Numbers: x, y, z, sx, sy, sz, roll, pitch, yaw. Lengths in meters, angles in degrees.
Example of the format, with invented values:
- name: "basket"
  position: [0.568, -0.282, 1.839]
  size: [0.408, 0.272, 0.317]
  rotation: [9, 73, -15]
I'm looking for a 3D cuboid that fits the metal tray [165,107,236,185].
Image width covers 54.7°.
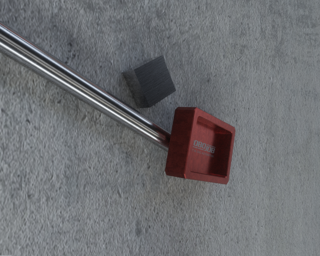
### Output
- name: "metal tray"
  position: [0.062, 0.029, 0.437]
  size: [0.131, 0.030, 0.090]
  rotation: [20, 77, -52]

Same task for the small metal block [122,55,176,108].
- name: "small metal block"
  position: [-0.013, -0.059, 0.396]
  size: [0.050, 0.025, 0.050]
  rotation: [-36, 112, -34]

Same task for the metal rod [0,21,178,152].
- name: "metal rod"
  position: [-0.088, -0.045, 0.332]
  size: [0.301, 0.025, 0.025]
  rotation: [33, 70, -35]
